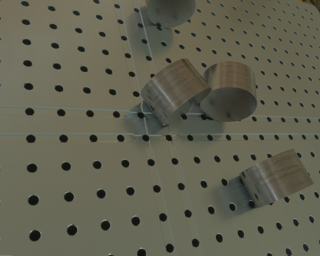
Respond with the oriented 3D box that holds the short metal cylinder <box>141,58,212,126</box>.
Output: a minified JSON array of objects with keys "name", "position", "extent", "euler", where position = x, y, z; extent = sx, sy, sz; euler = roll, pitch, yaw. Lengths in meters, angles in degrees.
[{"name":"short metal cylinder","position":[0.021,-0.047,0.415],"extent":[0.081,0.080,0.050],"euler":[-30,79,-38]}]

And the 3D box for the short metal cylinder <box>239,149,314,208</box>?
[{"name":"short metal cylinder","position":[0.155,0.069,0.417],"extent":[0.081,0.080,0.050],"euler":[-12,68,-33]}]

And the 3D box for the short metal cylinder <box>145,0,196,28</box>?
[{"name":"short metal cylinder","position":[0.015,-0.215,0.514],"extent":[0.081,0.080,0.050],"euler":[6,59,-26]}]

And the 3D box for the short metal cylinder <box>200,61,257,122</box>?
[{"name":"short metal cylinder","position":[0.102,-0.053,0.462],"extent":[0.080,0.080,0.050],"euler":[20,54,-17]}]
